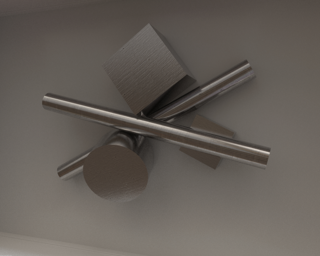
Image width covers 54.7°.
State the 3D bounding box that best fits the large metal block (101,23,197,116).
[{"bbox_3d":[-0.013,-0.071,0.399,0.080,0.050,0.080,-37,78,16],"label":"large metal block"}]

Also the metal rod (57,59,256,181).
[{"bbox_3d":[-0.017,-0.002,0.413,0.300,0.025,0.025,-29,81,17],"label":"metal rod"}]

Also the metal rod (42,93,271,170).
[{"bbox_3d":[-0.019,-0.002,0.388,0.301,0.025,0.025,15,95,19],"label":"metal rod"}]

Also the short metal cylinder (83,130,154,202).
[{"bbox_3d":[-0.051,0.047,0.398,0.080,0.050,0.079,2,112,6],"label":"short metal cylinder"}]

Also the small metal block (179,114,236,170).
[{"bbox_3d":[0.060,0.016,0.385,0.050,0.025,0.050,28,99,17],"label":"small metal block"}]
